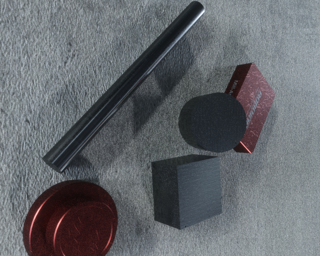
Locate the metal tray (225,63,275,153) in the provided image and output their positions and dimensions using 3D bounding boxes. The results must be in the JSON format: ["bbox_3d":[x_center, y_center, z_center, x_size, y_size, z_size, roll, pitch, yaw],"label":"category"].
[{"bbox_3d":[0.144,-0.034,0.526,0.090,0.030,0.130,43,64,-32],"label":"metal tray"}]

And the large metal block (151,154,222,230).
[{"bbox_3d":[0.037,0.082,0.422,0.081,0.050,0.079,-6,94,-40],"label":"large metal block"}]

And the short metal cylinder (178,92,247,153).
[{"bbox_3d":[0.072,-0.008,0.432,0.081,0.050,0.079,0,91,-16],"label":"short metal cylinder"}]

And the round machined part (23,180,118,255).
[{"bbox_3d":[-0.085,0.106,0.324,0.099,0.042,0.097,0,90,-40],"label":"round machined part"}]

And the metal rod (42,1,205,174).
[{"bbox_3d":[-0.028,-0.068,0.382,0.301,0.025,0.025,-52,121,-27],"label":"metal rod"}]
